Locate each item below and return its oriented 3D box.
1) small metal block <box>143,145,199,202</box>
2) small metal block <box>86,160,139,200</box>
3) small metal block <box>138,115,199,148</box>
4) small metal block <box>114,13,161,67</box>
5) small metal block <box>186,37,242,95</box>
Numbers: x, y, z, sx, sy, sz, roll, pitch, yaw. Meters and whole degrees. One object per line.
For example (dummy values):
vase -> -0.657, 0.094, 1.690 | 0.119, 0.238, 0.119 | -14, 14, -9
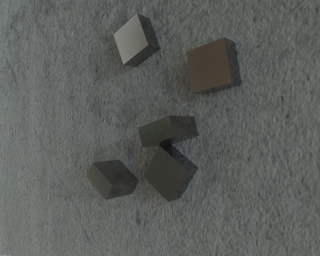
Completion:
small metal block -> 0.013, 0.056, 0.393 | 0.050, 0.025, 0.050 | 40, 114, 32
small metal block -> -0.067, 0.072, 0.442 | 0.050, 0.050, 0.025 | 41, 115, 32
small metal block -> 0.011, 0.005, 0.378 | 0.050, 0.050, 0.025 | -20, 77, 38
small metal block -> -0.033, -0.120, 0.430 | 0.050, 0.025, 0.050 | -29, 72, 36
small metal block -> 0.061, -0.069, 0.353 | 0.050, 0.025, 0.050 | -12, 82, 39
